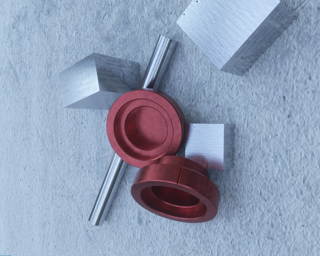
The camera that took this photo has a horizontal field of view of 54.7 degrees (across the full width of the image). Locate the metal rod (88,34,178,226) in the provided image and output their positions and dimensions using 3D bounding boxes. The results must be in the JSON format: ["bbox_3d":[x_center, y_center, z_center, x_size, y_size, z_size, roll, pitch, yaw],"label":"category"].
[{"bbox_3d":[-0.045,0.015,0.441,0.025,0.025,0.298,36,112,34],"label":"metal rod"}]

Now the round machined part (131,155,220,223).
[{"bbox_3d":[0.020,0.067,0.354,0.098,0.098,0.042,-17,41,39],"label":"round machined part"}]

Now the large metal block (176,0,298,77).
[{"bbox_3d":[0.078,-0.113,0.325,0.080,0.050,0.080,-49,61,28],"label":"large metal block"}]

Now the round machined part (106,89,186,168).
[{"bbox_3d":[-0.014,-0.001,0.391,0.098,0.042,0.097,4,102,18],"label":"round machined part"}]

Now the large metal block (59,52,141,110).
[{"bbox_3d":[-0.082,-0.061,0.437,0.080,0.081,0.050,-17,80,39],"label":"large metal block"}]

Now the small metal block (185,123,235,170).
[{"bbox_3d":[0.057,0.020,0.358,0.050,0.025,0.050,1,91,40],"label":"small metal block"}]
